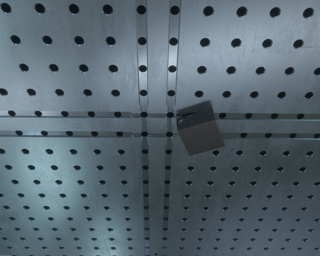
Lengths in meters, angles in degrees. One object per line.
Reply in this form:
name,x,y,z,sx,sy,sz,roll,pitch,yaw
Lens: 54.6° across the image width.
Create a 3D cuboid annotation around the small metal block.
small metal block,0.055,0.006,0.417,0.050,0.025,0.050,-17,128,14
